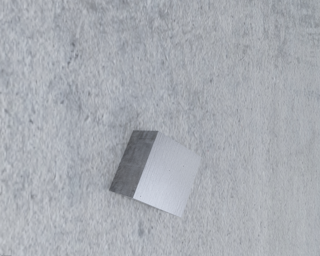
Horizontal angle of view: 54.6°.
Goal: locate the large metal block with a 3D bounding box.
[{"bbox_3d":[-0.004,0.056,0.385,0.080,0.050,0.080,32,70,-35],"label":"large metal block"}]
